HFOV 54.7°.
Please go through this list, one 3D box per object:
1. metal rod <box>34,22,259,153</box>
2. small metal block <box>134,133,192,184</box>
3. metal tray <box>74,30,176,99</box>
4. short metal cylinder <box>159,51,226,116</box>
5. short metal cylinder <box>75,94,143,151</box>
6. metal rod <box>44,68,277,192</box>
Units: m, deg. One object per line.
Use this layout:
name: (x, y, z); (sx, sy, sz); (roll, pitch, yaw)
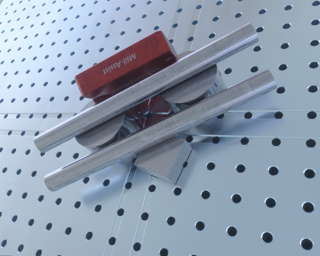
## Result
metal rod: (-0.025, -0.044, 0.381); (0.301, 0.025, 0.025); (-26, 53, 11)
small metal block: (0.004, 0.035, 0.382); (0.050, 0.025, 0.050); (16, 70, 34)
metal tray: (-0.041, -0.081, 0.434); (0.130, 0.090, 0.030); (-25, 85, 12)
short metal cylinder: (0.042, -0.053, 0.402); (0.080, 0.050, 0.080); (-13, 56, 20)
short metal cylinder: (-0.070, 0.001, 0.427); (0.080, 0.050, 0.080); (-13, 56, 20)
metal rod: (-0.009, 0.008, 0.373); (0.301, 0.025, 0.025); (-25, 53, 12)
